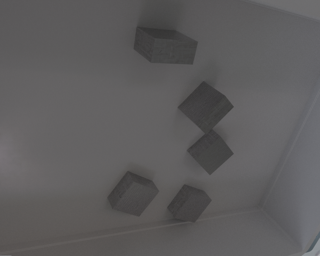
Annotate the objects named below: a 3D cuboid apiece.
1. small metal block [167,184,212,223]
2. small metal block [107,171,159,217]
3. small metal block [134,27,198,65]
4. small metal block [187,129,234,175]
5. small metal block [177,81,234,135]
[{"bbox_3d":[0.049,0.126,0.513,0.050,0.025,0.050,25,105,-37],"label":"small metal block"},{"bbox_3d":[-0.038,0.096,0.447,0.050,0.025,0.050,30,102,-38],"label":"small metal block"},{"bbox_3d":[0.005,-0.090,0.339,0.050,0.050,0.025,-4,120,-27],"label":"small metal block"},{"bbox_3d":[0.077,0.037,0.474,0.050,0.025,0.050,-43,130,1],"label":"small metal block"},{"bbox_3d":[0.059,-0.027,0.408,0.050,0.050,0.025,-46,129,4],"label":"small metal block"}]
